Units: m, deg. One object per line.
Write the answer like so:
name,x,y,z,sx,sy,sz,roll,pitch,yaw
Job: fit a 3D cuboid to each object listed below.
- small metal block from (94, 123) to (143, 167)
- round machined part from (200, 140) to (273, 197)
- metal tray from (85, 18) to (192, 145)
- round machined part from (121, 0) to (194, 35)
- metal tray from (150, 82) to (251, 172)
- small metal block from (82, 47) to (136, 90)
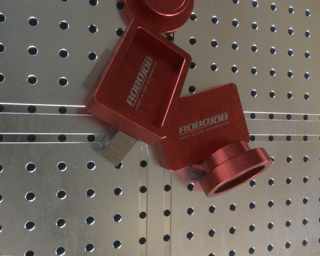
small metal block,-0.052,0.017,0.380,0.025,0.050,0.050,42,77,-15
round machined part,0.097,0.052,0.418,0.099,0.098,0.042,-18,65,-19
metal tray,-0.020,-0.056,0.368,0.090,0.030,0.130,30,59,-19
round machined part,0.001,-0.174,0.403,0.099,0.042,0.097,0,90,-20
metal tray,0.055,-0.003,0.430,0.131,0.030,0.090,-18,96,-19
small metal block,-0.061,-0.064,0.390,0.050,0.025,0.050,33,79,-17
